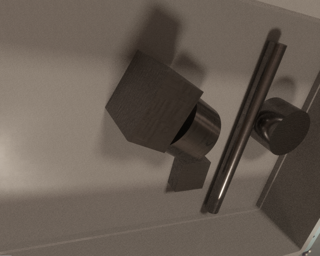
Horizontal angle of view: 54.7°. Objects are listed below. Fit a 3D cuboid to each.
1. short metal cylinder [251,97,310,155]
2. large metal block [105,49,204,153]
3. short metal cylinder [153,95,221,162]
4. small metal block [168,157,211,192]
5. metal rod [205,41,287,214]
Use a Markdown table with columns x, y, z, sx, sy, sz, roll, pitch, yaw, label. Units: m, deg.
| x | y | z | sx | sy | sz | roll | pitch | yaw | label |
| --- | --- | --- | --- | --- | --- | --- | --- | --- | --- |
| 0.191 | -0.003 | 0.498 | 0.081 | 0.050 | 0.079 | -14 | 125 | -21 | short metal cylinder |
| -0.010 | -0.031 | 0.349 | 0.050 | 0.080 | 0.080 | 22 | 107 | -37 | large metal block |
| 0.028 | -0.004 | 0.388 | 0.050 | 0.080 | 0.080 | 32 | 100 | -39 | short metal cylinder |
| 0.045 | 0.069 | 0.478 | 0.050 | 0.025 | 0.050 | -1 | 119 | -28 | small metal block |
| 0.128 | 0.014 | 0.489 | 0.025 | 0.025 | 0.298 | 1 | 118 | -29 | metal rod |
